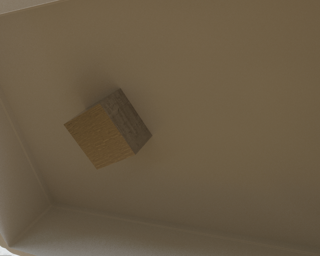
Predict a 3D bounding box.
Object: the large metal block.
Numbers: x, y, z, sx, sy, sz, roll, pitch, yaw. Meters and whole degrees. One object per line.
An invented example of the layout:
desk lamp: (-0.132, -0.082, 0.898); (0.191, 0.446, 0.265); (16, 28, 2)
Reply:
large metal block: (-0.072, 0.003, 0.433); (0.080, 0.050, 0.080); (-24, 106, 36)
